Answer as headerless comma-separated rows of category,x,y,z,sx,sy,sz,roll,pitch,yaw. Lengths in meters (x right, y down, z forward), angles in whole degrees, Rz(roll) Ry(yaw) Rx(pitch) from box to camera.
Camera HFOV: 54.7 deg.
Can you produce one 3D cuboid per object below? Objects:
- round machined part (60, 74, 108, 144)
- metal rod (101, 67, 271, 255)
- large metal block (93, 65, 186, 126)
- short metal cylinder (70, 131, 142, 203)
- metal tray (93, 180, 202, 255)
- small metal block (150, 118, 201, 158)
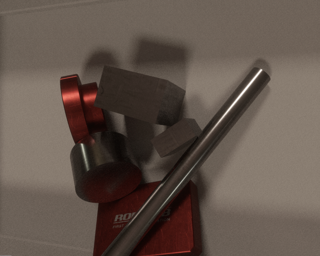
round machined part,-0.097,-0.024,0.411,0.042,0.098,0.097,-13,85,-8
metal rod,0.026,0.051,0.359,0.025,0.025,0.300,38,86,15
large metal block,-0.022,-0.037,0.387,0.080,0.080,0.050,17,93,19
short metal cylinder,-0.069,0.050,0.390,0.080,0.080,0.050,-39,47,15
metal tray,-0.017,0.117,0.390,0.130,0.030,0.090,-14,54,19
small metal block,0.023,0.012,0.388,0.050,0.050,0.025,-34,79,16
